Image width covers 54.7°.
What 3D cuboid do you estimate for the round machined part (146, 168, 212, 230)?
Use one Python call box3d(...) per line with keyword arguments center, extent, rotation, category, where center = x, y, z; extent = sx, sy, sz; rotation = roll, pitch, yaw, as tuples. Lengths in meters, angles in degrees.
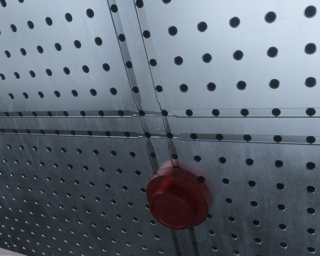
box3d(center=(0.023, 0.110, 0.455), extent=(0.098, 0.042, 0.097), rotation=(13, 124, 20), category="round machined part")
